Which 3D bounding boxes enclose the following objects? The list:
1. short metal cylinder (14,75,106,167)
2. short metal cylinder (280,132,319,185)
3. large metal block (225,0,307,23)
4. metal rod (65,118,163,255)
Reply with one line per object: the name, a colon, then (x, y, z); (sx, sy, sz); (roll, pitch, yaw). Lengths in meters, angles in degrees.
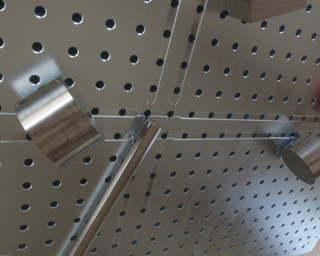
short metal cylinder: (-0.100, -0.007, 0.317); (0.050, 0.080, 0.080); (-35, 129, -5)
short metal cylinder: (0.264, 0.054, 0.553); (0.050, 0.080, 0.080); (-34, 129, -6)
large metal block: (0.122, -0.174, 0.354); (0.081, 0.050, 0.080); (-21, 126, -16)
metal rod: (-0.082, 0.117, 0.438); (0.025, 0.025, 0.299); (21, 107, -36)
